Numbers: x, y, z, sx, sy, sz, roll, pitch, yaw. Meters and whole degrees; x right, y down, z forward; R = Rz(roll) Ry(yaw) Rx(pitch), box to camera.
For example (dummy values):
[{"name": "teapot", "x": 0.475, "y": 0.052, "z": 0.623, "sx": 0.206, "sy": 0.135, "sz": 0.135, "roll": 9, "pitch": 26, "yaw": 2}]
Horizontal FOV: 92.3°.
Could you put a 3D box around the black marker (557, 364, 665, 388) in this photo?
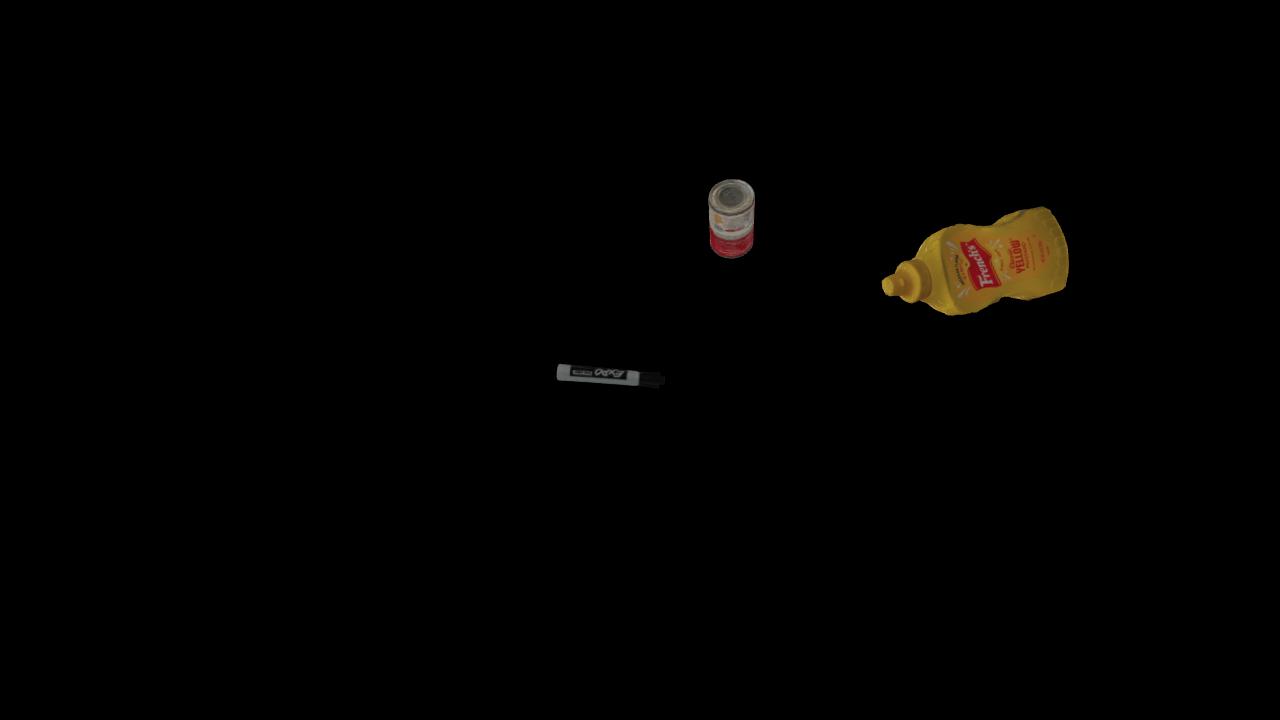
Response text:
[{"name": "black marker", "x": -0.032, "y": 0.019, "z": 0.690, "sx": 0.121, "sy": 0.020, "sz": 0.020, "roll": 5, "pitch": 0, "yaw": 4}]

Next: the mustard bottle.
[{"name": "mustard bottle", "x": 0.329, "y": -0.092, "z": 0.616, "sx": 0.184, "sy": 0.092, "sz": 0.054, "roll": -13, "pitch": 7, "yaw": -8}]

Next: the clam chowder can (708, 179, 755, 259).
[{"name": "clam chowder can", "x": 0.135, "y": -0.207, "z": 0.908, "sx": 0.068, "sy": 0.068, "sz": 0.102, "roll": 0, "pitch": -27, "yaw": 8}]
